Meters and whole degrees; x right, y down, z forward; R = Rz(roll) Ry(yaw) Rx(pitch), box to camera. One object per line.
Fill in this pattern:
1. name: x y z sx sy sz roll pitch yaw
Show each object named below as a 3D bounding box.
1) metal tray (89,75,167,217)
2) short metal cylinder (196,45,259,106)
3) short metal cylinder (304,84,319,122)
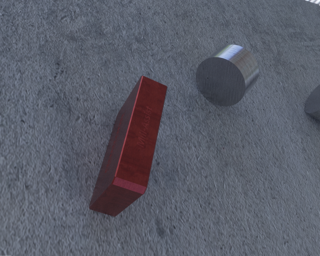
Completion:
1. metal tray: -0.033 0.019 0.332 0.030 0.090 0.130 22 54 -15
2. short metal cylinder: 0.102 -0.080 0.472 0.080 0.080 0.050 45 51 3
3. short metal cylinder: 0.315 -0.047 0.566 0.050 0.080 0.080 34 51 -6
